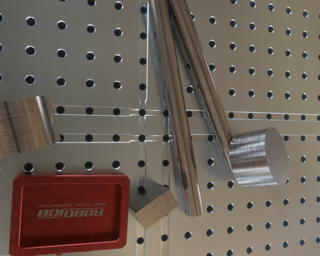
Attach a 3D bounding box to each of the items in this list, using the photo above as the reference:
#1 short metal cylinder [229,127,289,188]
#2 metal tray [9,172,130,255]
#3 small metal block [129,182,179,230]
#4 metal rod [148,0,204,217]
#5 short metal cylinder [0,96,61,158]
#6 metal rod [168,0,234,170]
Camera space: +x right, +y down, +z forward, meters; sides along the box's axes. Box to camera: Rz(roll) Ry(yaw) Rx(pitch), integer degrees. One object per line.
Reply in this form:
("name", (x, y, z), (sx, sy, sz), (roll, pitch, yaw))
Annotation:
("short metal cylinder", (0.140, 0.042, 0.435), (0.080, 0.050, 0.080), (19, 65, -46))
("metal tray", (-0.105, 0.099, 0.371), (0.131, 0.030, 0.089), (3, 89, -21))
("small metal block", (-0.011, 0.098, 0.396), (0.050, 0.050, 0.025), (-33, 101, -17))
("metal rod", (0.023, -0.027, 0.422), (0.025, 0.025, 0.298), (-12, 94, -20))
("short metal cylinder", (-0.152, -0.001, 0.327), (0.081, 0.080, 0.050), (-15, 96, -20))
("metal rod", (0.057, -0.081, 0.434), (0.025, 0.025, 0.298), (-24, 98, -19))
